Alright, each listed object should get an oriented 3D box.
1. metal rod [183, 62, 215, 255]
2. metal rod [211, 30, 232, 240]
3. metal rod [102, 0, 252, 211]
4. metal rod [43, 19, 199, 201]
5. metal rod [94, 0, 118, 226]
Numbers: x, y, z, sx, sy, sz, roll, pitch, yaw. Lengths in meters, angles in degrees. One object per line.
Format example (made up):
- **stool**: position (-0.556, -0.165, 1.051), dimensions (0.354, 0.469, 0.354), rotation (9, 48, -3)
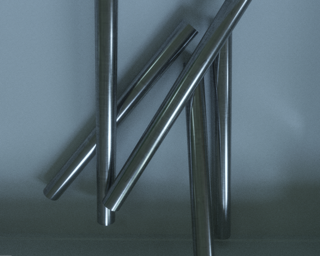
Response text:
- **metal rod**: position (0.048, 0.069, 0.373), dimensions (0.025, 0.025, 0.298), rotation (-3, 86, 1)
- **metal rod**: position (0.084, 0.022, 0.419), dimensions (0.025, 0.025, 0.298), rotation (-4, 110, 1)
- **metal rod**: position (0.015, -0.027, 0.364), dimensions (0.025, 0.025, 0.299), rotation (30, 102, -11)
- **metal rod**: position (-0.060, -0.013, 0.405), dimensions (0.025, 0.025, 0.299), rotation (38, 105, -13)
- **metal rod**: position (-0.066, -0.012, 0.378), dimensions (0.025, 0.025, 0.298), rotation (3, 110, -1)
